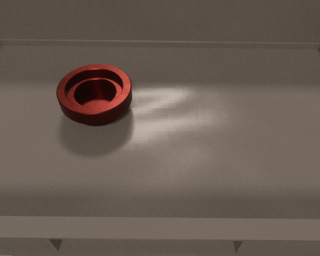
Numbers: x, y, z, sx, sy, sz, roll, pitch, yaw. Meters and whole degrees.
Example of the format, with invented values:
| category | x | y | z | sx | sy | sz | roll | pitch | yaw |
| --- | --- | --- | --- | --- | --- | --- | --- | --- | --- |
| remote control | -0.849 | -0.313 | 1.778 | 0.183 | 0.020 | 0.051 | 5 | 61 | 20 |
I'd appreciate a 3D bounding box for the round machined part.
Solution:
| category | x | y | z | sx | sy | sz | roll | pitch | yaw |
| --- | --- | --- | --- | --- | --- | --- | --- | --- | --- |
| round machined part | -0.088 | -0.041 | 0.428 | 0.099 | 0.042 | 0.098 | 0 | 50 | 0 |
